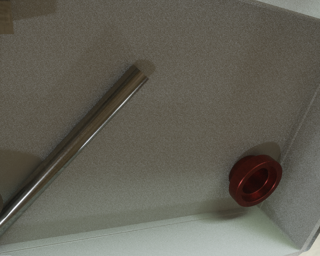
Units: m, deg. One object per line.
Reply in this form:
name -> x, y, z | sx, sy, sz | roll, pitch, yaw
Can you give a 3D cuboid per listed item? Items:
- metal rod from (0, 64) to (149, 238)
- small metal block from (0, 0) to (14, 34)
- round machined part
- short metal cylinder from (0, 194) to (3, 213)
metal rod -> -0.125, 0.043, 0.367 | 0.300, 0.025, 0.025 | -46, 130, 4
small metal block -> -0.149, -0.095, 0.252 | 0.050, 0.050, 0.025 | -7, 122, -25
round machined part -> 0.161, 0.087, 0.542 | 0.099, 0.042, 0.097 | -14, 125, -21
short metal cylinder -> -0.211, 0.088, 0.313 | 0.080, 0.080, 0.050 | 23, 106, -37
